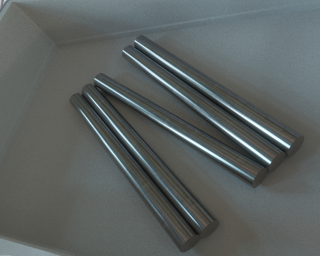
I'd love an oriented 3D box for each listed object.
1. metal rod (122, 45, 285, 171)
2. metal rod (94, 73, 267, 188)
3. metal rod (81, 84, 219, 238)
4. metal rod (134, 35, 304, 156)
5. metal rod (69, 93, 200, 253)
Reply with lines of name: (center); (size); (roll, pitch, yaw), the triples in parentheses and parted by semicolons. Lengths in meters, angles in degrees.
metal rod: (0.035, -0.044, 0.413); (0.025, 0.025, 0.300); (-45, 51, -3)
metal rod: (0.003, -0.013, 0.411); (0.300, 0.025, 0.025); (33, 80, 38)
metal rod: (-0.032, 0.021, 0.409); (0.025, 0.025, 0.300); (-44, 51, -2)
metal rod: (0.054, -0.061, 0.413); (0.025, 0.025, 0.300); (-45, 51, -3)
metal rod: (-0.052, 0.036, 0.410); (0.025, 0.025, 0.300); (-44, 51, -2)
